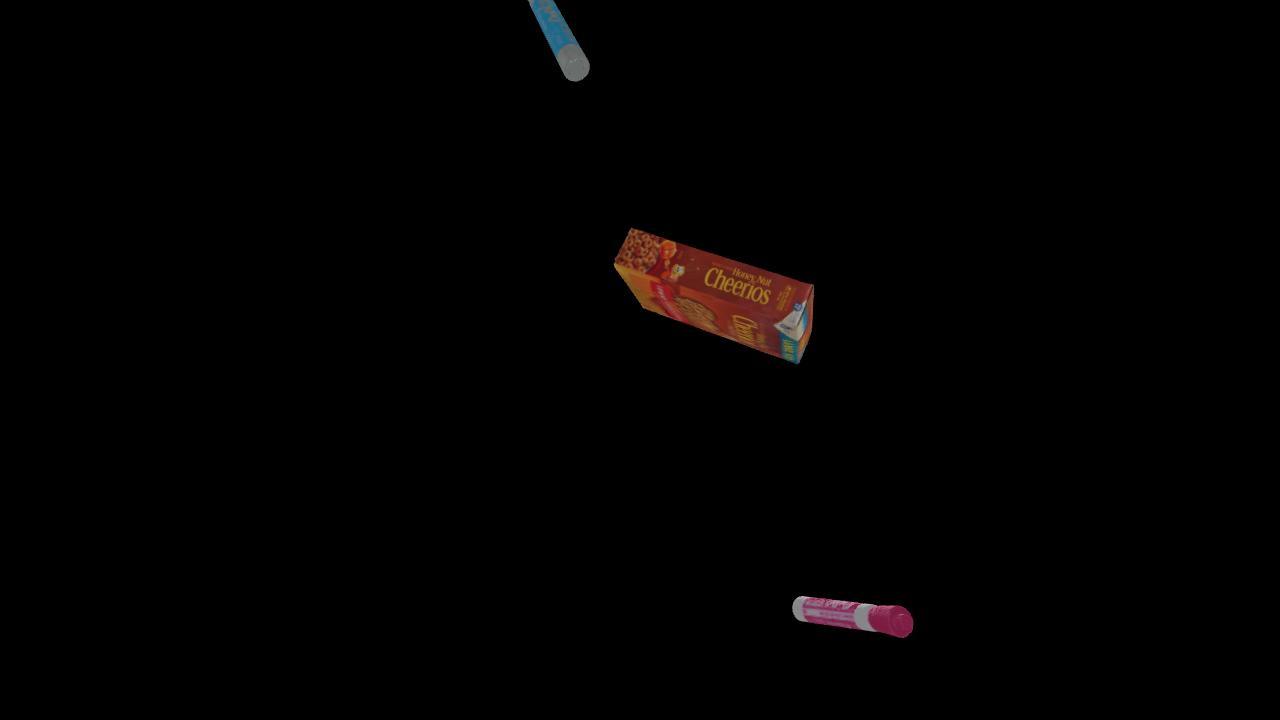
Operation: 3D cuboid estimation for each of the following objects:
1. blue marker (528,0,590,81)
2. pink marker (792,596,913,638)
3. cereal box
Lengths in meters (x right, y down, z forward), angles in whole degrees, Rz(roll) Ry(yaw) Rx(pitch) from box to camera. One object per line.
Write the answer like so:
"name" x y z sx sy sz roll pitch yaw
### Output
"blue marker" -0.063 -0.242 0.440 0.020 0.121 0.020 -18 -30 -11
"pink marker" 0.147 0.180 0.434 0.020 0.020 0.121 0 -17 -18
"cereal box" 0.127 -0.100 1.004 0.306 0.081 0.203 22 -9 19
